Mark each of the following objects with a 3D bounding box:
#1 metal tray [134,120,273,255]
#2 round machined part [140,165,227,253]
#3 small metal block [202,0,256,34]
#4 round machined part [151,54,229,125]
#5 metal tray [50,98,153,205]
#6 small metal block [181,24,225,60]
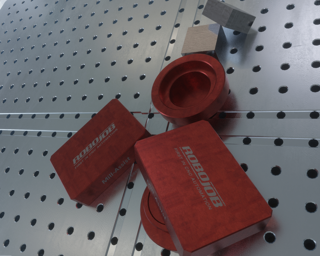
[{"bbox_3d":[0.038,0.056,0.318,0.091,0.030,0.130,-18,51,-15],"label":"metal tray"},{"bbox_3d":[0.022,0.082,0.336,0.098,0.042,0.098,-13,56,21],"label":"round machined part"},{"bbox_3d":[0.096,-0.158,0.435,0.050,0.050,0.025,48,126,39],"label":"small metal block"},{"bbox_3d":[0.042,-0.045,0.403,0.098,0.042,0.098,-13,56,20],"label":"round machined part"},{"bbox_3d":[-0.082,0.030,0.430,0.130,0.030,0.090,-43,51,-2],"label":"metal tray"},{"bbox_3d":[0.063,-0.122,0.450,0.050,0.025,0.050,1,62,29],"label":"small metal block"}]
